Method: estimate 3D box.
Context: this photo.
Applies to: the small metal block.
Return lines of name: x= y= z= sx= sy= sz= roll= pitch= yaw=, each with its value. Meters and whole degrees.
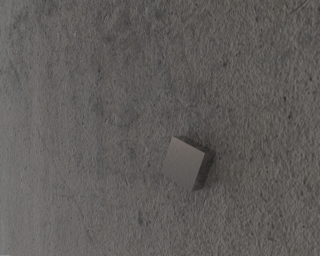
small metal block: x=0.034 y=0.042 z=0.378 sx=0.050 sy=0.025 sz=0.050 roll=28 pitch=107 yaw=36
